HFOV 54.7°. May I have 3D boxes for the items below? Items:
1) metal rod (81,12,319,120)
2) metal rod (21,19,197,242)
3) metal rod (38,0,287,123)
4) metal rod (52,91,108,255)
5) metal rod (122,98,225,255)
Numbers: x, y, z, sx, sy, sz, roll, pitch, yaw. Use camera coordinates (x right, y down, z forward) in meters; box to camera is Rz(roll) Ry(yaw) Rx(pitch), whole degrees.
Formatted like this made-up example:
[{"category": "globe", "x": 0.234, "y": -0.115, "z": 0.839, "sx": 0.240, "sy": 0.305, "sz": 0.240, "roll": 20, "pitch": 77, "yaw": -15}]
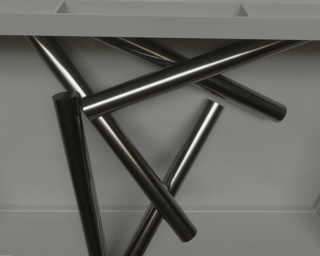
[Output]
[{"category": "metal rod", "x": 0.067, "y": -0.070, "z": 0.314, "sx": 0.301, "sy": 0.025, "sz": 0.025, "roll": -20, "pitch": 129, "yaw": 1}, {"category": "metal rod", "x": -0.049, "y": 0.014, "z": 0.353, "sx": 0.025, "sy": 0.025, "sz": 0.299, "roll": -30, "pitch": 104, "yaw": 22}, {"category": "metal rod", "x": 0.019, "y": -0.071, "z": 0.348, "sx": 0.302, "sy": 0.025, "sz": 0.025, "roll": 22, "pitch": 127, "yaw": -18}, {"category": "metal rod", "x": -0.087, "y": 0.100, "z": 0.380, "sx": 0.025, "sy": 0.025, "sz": 0.298, "roll": -3, "pitch": 116, "yaw": 2}, {"category": "metal rod", "x": 0.000, "y": 0.100, "z": 0.402, "sx": 0.025, "sy": 0.025, "sz": 0.299, "roll": 26, "pitch": 96, "yaw": -21}]
